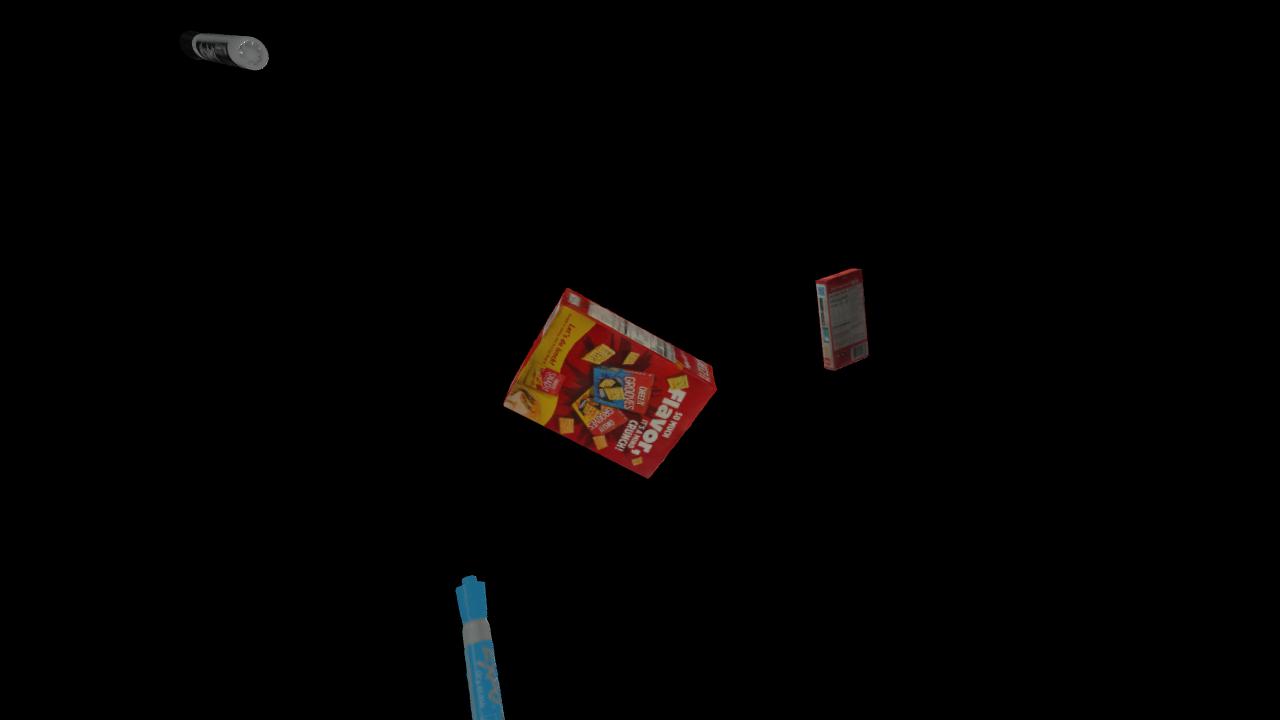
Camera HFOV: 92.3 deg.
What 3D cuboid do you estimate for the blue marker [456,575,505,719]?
[{"bbox_3d":[-0.096,0.192,0.374,0.020,0.121,0.020,-14,-30,-8],"label":"blue marker"}]

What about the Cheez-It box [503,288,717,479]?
[{"bbox_3d":[-0.038,0.033,0.789,0.223,0.166,0.071,28,24,-13],"label":"Cheez-It box"}]

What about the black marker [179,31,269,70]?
[{"bbox_3d":[-0.282,-0.209,0.413,0.121,0.020,0.020,25,16,36],"label":"black marker"}]

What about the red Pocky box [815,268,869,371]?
[{"bbox_3d":[0.335,-0.068,1.017,0.083,0.155,0.028,-19,19,-23],"label":"red Pocky box"}]
